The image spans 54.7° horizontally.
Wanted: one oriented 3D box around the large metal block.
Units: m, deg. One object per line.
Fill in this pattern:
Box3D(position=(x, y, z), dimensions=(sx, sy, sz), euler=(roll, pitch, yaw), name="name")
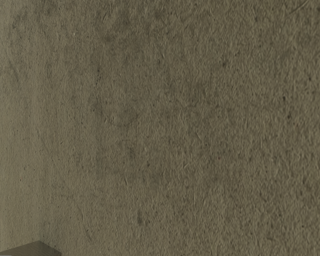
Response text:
Box3D(position=(-0.239, 0.253, 0.567), dimensions=(0.080, 0.081, 0.050), euler=(4, 93, 40), name="large metal block")
